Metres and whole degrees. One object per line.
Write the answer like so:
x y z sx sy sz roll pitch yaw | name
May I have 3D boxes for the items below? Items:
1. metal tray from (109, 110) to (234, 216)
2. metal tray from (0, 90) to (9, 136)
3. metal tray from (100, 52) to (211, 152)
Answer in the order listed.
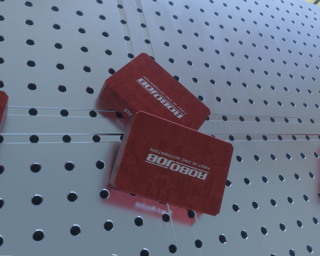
0.016 0.043 0.366 0.131 0.030 0.090 20 77 -17 | metal tray
-0.203 0.016 0.285 0.091 0.030 0.130 13 57 -21 | metal tray
-0.004 -0.034 0.423 0.130 0.030 0.090 41 51 0 | metal tray
